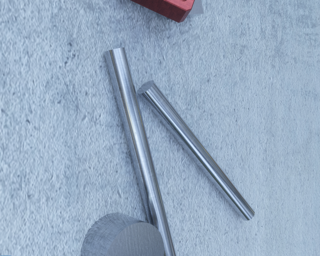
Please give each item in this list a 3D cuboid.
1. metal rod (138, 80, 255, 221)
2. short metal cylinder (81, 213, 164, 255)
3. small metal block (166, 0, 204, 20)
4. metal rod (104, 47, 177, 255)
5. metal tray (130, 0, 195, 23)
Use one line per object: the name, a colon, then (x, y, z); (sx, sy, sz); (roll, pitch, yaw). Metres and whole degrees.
metal rod: (0.067, 0.049, 0.463); (0.300, 0.025, 0.025); (50, 61, -29)
short metal cylinder: (-0.042, 0.143, 0.355); (0.081, 0.050, 0.079); (0, 90, -40)
small metal block: (0.031, -0.181, 0.432); (0.050, 0.025, 0.050); (-21, 104, -38)
metal rod: (-0.019, 0.051, 0.390); (0.025, 0.025, 0.298); (-22, 104, -38)
metal tray: (0.011, -0.209, 0.387); (0.091, 0.030, 0.130); (22, 75, -11)
